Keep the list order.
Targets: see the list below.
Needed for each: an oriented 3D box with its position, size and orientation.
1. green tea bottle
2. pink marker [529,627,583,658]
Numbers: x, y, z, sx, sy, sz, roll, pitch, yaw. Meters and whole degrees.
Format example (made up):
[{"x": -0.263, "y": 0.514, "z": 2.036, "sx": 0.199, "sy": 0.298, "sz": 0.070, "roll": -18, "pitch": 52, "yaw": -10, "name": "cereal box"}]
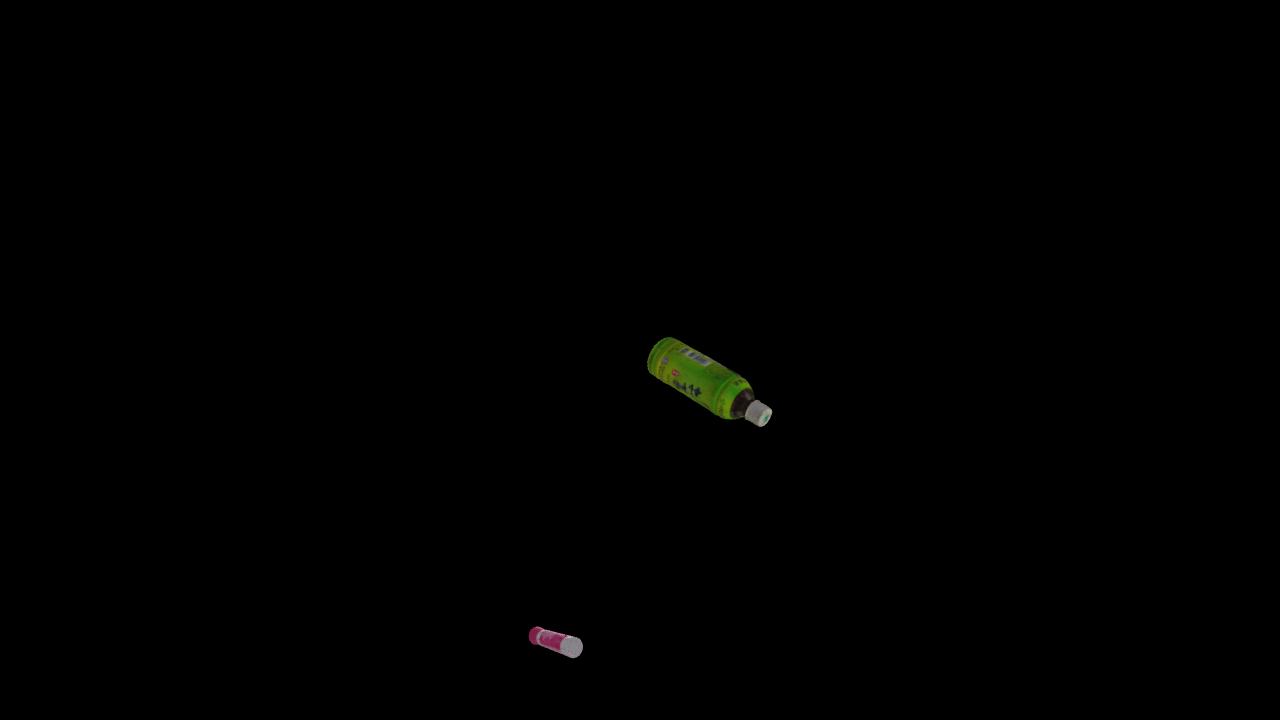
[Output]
[{"x": 0.104, "y": 0.036, "z": 0.921, "sx": 0.073, "sy": 0.073, "sz": 0.212, "roll": 0, "pitch": 23, "yaw": -47, "name": "green tea bottle"}, {"x": -0.092, "y": 0.296, "z": 0.648, "sx": 0.020, "sy": 0.020, "sz": 0.121, "roll": 0, "pitch": -16, "yaw": -29, "name": "pink marker"}]
